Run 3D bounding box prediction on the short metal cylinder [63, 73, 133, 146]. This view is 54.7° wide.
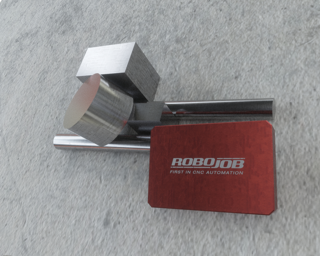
[{"bbox_3d":[-0.080,-0.023,0.398,0.080,0.050,0.080,-35,37,33],"label":"short metal cylinder"}]

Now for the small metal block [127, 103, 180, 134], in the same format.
[{"bbox_3d":[-0.009,-0.008,0.397,0.050,0.050,0.025,1,62,28],"label":"small metal block"}]

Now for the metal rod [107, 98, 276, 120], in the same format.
[{"bbox_3d":[-0.003,-0.024,0.421,0.300,0.025,0.025,1,62,28],"label":"metal rod"}]

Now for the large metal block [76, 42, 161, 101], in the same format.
[{"bbox_3d":[-0.057,-0.073,0.443,0.080,0.080,0.050,1,62,28],"label":"large metal block"}]

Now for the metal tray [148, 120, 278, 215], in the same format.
[{"bbox_3d":[0.053,0.042,0.330,0.130,0.030,0.090,-3,78,25],"label":"metal tray"}]

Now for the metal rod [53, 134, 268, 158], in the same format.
[{"bbox_3d":[-0.019,0.021,0.402,0.300,0.025,0.025,0,62,27],"label":"metal rod"}]
